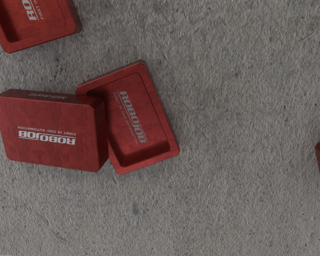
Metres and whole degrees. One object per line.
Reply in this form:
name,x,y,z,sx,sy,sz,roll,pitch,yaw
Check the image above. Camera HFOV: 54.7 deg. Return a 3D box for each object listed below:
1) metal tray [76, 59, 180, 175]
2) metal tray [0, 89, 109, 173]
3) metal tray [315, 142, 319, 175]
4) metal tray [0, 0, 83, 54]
metal tray,-0.038,-0.012,0.402,0.090,0.030,0.129,-20,109,7
metal tray,-0.134,0.003,0.386,0.131,0.030,0.089,6,116,12
metal tray,0.275,0.045,0.393,0.131,0.030,0.090,-18,109,6
metal tray,-0.154,-0.159,0.346,0.090,0.030,0.129,-16,110,5
